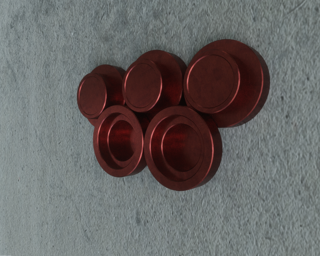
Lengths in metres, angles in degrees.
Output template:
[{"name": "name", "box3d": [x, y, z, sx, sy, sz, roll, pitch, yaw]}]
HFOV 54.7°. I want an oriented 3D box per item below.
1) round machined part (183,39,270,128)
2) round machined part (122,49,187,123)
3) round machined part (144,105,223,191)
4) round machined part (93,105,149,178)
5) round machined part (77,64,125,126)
[{"name": "round machined part", "box3d": [0.065, -0.049, 0.341, 0.098, 0.042, 0.097, 0, 90, 39]}, {"name": "round machined part", "box3d": [-0.011, -0.053, 0.403, 0.098, 0.042, 0.097, 0, 90, 39]}, {"name": "round machined part", "box3d": [0.031, 0.023, 0.368, 0.098, 0.042, 0.097, 0, 90, 39]}, {"name": "round machined part", "box3d": [-0.045, 0.017, 0.430, 0.098, 0.042, 0.097, 0, 90, 39]}, {"name": "round machined part", "box3d": [-0.087, -0.047, 0.465, 0.098, 0.042, 0.097, 0, 90, 39]}]
